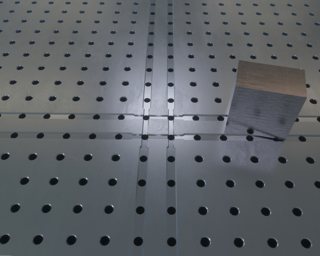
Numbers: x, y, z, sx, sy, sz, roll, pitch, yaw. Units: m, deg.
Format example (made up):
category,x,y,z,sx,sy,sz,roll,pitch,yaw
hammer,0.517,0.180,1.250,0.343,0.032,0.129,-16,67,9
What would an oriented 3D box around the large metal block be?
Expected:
category,x,y,z,sx,sy,sz,roll,pitch,yaw
large metal block,0.133,-0.035,0.402,0.080,0.080,0.050,10,51,9
